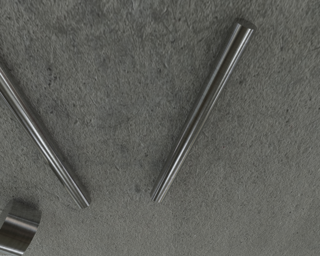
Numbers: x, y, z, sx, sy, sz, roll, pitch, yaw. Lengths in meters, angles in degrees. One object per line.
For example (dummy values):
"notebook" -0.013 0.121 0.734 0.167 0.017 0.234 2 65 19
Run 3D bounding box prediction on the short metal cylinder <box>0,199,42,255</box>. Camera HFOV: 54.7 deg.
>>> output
"short metal cylinder" -0.239 0.164 0.508 0.050 0.080 0.080 32 123 -24

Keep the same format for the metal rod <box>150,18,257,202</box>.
"metal rod" 0.042 0.001 0.408 0.025 0.025 0.298 14 129 -12

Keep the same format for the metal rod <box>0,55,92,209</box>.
"metal rod" -0.160 0.012 0.415 0.025 0.025 0.299 -11 130 9
